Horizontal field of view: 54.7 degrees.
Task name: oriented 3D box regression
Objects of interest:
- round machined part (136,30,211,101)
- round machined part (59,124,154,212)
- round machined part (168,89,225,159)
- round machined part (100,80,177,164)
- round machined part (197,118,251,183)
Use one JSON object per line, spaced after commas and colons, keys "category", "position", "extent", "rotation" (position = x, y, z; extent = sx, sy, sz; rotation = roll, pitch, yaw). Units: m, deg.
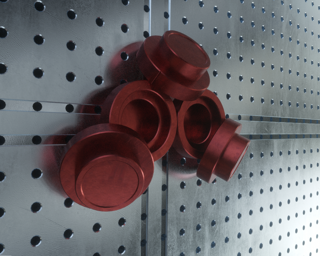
{"category": "round machined part", "position": [0.023, -0.083, 0.386], "extent": [0.099, 0.042, 0.098], "rotation": [23, 40, -21]}
{"category": "round machined part", "position": [-0.054, 0.048, 0.324], "extent": [0.099, 0.042, 0.097], "rotation": [-6, 116, -13]}
{"category": "round machined part", "position": [0.046, -0.006, 0.439], "extent": [0.099, 0.042, 0.097], "rotation": [0, 90, -40]}
{"category": "round machined part", "position": [-0.029, -0.007, 0.374], "extent": [0.099, 0.042, 0.097], "rotation": [0, 90, -40]}
{"category": "round machined part", "position": [0.096, 0.038, 0.446], "extent": [0.098, 0.042, 0.098], "rotation": [-50, 158, -29]}
